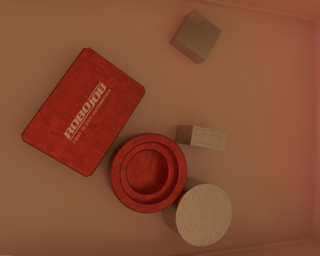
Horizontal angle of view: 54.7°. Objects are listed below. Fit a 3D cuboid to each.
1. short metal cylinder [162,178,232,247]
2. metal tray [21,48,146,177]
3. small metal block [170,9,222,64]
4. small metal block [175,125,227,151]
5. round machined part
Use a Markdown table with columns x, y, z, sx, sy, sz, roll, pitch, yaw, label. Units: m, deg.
| x | y | z | sx | sy | sz | roll | pitch | yaw | label |
| --- | --- | --- | --- | --- | --- | --- | --- | --- | --- |
| 0.048 | 0.110 | 0.417 | 0.081 | 0.050 | 0.079 | 0 | 90 | -21 | short metal cylinder |
| -0.089 | -0.019 | 0.375 | 0.090 | 0.030 | 0.130 | 35 | 78 | -17 | metal tray |
| 0.050 | -0.126 | 0.430 | 0.050 | 0.025 | 0.050 | 32 | 79 | -18 | small metal block |
| 0.054 | 0.013 | 0.419 | 0.050 | 0.050 | 0.025 | 10 | 87 | -20 | small metal block |
| -0.018 | 0.055 | 0.396 | 0.099 | 0.042 | 0.097 | 0 | 90 | -21 | round machined part |
